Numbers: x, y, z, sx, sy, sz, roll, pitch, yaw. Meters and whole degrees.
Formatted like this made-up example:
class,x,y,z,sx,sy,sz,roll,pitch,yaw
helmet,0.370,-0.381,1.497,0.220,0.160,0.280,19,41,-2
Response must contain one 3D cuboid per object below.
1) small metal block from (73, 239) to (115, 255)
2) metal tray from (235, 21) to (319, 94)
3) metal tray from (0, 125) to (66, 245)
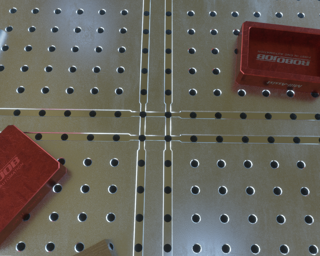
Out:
class,x,y,z,sx,sy,sz,roll,pitch,yaw
small metal block,-0.074,0.162,0.352,0.050,0.025,0.050,-26,72,-9
metal tray,0.180,-0.103,0.448,0.131,0.030,0.090,7,70,2
metal tray,-0.195,0.071,0.381,0.090,0.030,0.130,37,74,12
